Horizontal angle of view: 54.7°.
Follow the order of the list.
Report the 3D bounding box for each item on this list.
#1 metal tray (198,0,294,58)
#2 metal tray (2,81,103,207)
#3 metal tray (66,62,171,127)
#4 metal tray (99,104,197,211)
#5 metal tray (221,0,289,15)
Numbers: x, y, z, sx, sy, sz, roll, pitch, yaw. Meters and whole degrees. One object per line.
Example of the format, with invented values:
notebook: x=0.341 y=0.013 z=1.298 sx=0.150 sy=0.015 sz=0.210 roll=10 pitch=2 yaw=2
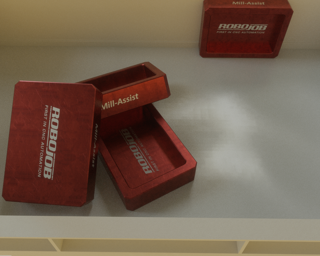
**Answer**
metal tray: x=0.132 y=-0.157 z=0.495 sx=0.131 sy=0.090 sz=0.030 roll=1 pitch=50 yaw=0
metal tray: x=-0.116 y=0.016 z=0.342 sx=0.090 sy=0.030 sz=0.129 roll=3 pitch=84 yaw=5
metal tray: x=-0.062 y=-0.048 z=0.411 sx=0.131 sy=0.030 sz=0.090 roll=-19 pitch=27 yaw=-10
metal tray: x=-0.027 y=0.025 z=0.380 sx=0.091 sy=0.030 sz=0.130 roll=-23 pitch=54 yaw=-18
metal tray: x=0.202 y=-0.284 z=0.645 sx=0.130 sy=0.030 sz=0.090 roll=21 pitch=53 yaw=16
